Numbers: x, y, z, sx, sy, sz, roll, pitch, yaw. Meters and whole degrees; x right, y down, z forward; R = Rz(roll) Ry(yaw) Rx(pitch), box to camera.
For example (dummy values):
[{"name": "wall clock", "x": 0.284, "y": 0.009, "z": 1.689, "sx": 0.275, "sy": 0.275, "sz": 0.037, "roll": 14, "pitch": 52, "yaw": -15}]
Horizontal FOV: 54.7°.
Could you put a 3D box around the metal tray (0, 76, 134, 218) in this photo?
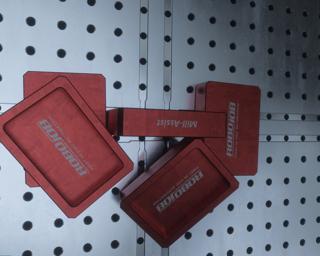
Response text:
[{"name": "metal tray", "x": -0.103, "y": 0.021, "z": 0.339, "sx": 0.090, "sy": 0.030, "sz": 0.130, "roll": -40, "pitch": 103, "yaw": -16}]

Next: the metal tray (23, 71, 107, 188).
[{"name": "metal tray", "x": -0.112, "y": 0.001, "z": 0.369, "sx": 0.091, "sy": 0.030, "sz": 0.129, "roll": -1, "pitch": 91, "yaw": -20}]

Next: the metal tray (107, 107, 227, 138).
[{"name": "metal tray", "x": 0.004, "y": -0.005, "z": 0.379, "sx": 0.131, "sy": 0.090, "sz": 0.030, "roll": 2, "pitch": 90, "yaw": -20}]

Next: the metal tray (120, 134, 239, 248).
[{"name": "metal tray", "x": 0.024, "y": 0.081, "z": 0.400, "sx": 0.130, "sy": 0.030, "sz": 0.090, "roll": -41, "pitch": 105, "yaw": 2}]

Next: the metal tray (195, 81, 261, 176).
[{"name": "metal tray", "x": 0.097, "y": 0.002, "z": 0.446, "sx": 0.091, "sy": 0.030, "sz": 0.129, "roll": 3, "pitch": 89, "yaw": -21}]
